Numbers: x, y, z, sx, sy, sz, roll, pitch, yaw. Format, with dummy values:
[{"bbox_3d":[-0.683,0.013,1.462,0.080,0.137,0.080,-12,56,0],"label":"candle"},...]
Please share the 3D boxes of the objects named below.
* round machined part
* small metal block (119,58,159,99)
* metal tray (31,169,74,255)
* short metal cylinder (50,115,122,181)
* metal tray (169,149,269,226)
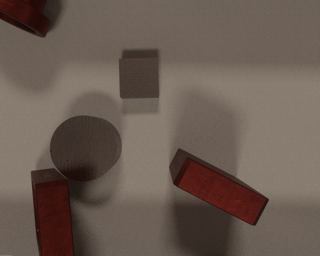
[{"bbox_3d":[-0.178,-0.152,0.372,0.098,0.098,0.042,25,90,-1],"label":"round machined part"},{"bbox_3d":[-0.027,-0.065,0.411,0.050,0.025,0.050,-2,90,-1],"label":"small metal block"},{"bbox_3d":[-0.127,0.098,0.357,0.030,0.130,0.089,-5,90,-24],"label":"metal tray"},{"bbox_3d":[-0.092,0.024,0.398,0.081,0.050,0.079,0,90,-1],"label":"short metal cylinder"},{"bbox_3d":[0.059,0.061,0.360,0.090,0.130,0.030,27,90,-1],"label":"metal tray"}]
